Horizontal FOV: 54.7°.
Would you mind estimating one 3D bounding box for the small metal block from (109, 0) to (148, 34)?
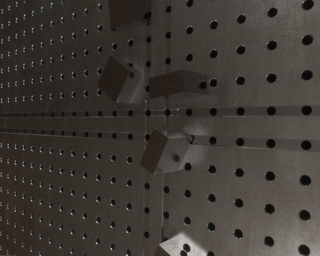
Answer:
[{"bbox_3d":[-0.047,-0.170,0.446,0.050,0.025,0.050,-6,86,39],"label":"small metal block"}]

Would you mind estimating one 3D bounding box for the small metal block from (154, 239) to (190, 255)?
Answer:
[{"bbox_3d":[0.015,0.181,0.395,0.050,0.025,0.050,31,109,35],"label":"small metal block"}]

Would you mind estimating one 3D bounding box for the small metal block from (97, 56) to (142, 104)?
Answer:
[{"bbox_3d":[-0.060,-0.071,0.457,0.050,0.025,0.050,41,115,32],"label":"small metal block"}]

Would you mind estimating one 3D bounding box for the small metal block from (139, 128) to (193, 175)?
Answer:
[{"bbox_3d":[0.008,0.028,0.385,0.025,0.050,0.050,34,111,34],"label":"small metal block"}]

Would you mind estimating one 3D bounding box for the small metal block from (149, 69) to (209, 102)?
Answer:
[{"bbox_3d":[0.023,-0.049,0.373,0.050,0.050,0.025,-8,85,39],"label":"small metal block"}]
